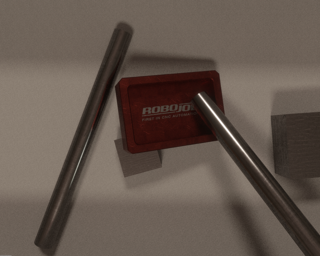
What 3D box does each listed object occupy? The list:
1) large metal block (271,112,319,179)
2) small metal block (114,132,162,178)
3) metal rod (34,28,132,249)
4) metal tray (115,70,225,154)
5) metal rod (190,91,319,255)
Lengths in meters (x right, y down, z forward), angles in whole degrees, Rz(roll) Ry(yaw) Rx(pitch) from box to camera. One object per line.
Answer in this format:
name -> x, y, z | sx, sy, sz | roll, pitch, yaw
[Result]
large metal block -> 0.196, 0.020, 0.402 | 0.081, 0.050, 0.079 | -4, 90, -1
small metal block -> -0.028, 0.033, 0.411 | 0.050, 0.025, 0.050 | -15, 90, -1
metal rod -> -0.101, 0.014, 0.410 | 0.025, 0.025, 0.299 | 21, 90, -1
metal tray -> 0.015, -0.021, 0.391 | 0.131, 0.030, 0.089 | -8, 90, -17
metal rod -> 0.128, 0.078, 0.341 | 0.025, 0.025, 0.299 | -34, 70, 0
